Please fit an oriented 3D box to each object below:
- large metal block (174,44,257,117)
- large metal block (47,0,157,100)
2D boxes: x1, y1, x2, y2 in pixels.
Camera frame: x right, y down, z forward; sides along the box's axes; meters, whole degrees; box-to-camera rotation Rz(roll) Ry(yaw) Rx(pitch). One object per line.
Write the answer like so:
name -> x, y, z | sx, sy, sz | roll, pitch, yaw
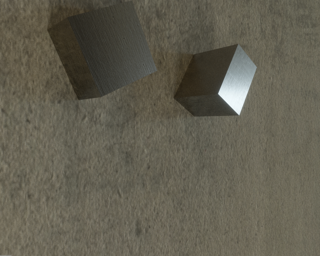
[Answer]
large metal block -> 0.077, -0.064, 0.436 | 0.050, 0.080, 0.080 | 38, 67, -34
large metal block -> -0.061, -0.084, 0.339 | 0.081, 0.050, 0.080 | -32, 111, -35
